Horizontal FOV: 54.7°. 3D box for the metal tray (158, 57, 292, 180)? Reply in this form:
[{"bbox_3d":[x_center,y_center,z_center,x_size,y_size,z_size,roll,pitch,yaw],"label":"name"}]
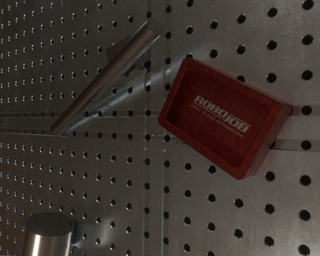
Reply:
[{"bbox_3d":[0.065,-0.014,0.350,0.130,0.030,0.089,36,112,34],"label":"metal tray"}]

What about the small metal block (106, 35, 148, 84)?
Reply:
[{"bbox_3d":[-0.049,-0.098,0.447,0.050,0.025,0.050,-19,78,38],"label":"small metal block"}]

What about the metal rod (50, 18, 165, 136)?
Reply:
[{"bbox_3d":[-0.095,-0.056,0.458,0.299,0.025,0.025,-34,69,43],"label":"metal rod"}]

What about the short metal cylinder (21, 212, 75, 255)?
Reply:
[{"bbox_3d":[-0.190,0.185,0.527,0.080,0.081,0.050,20,103,38],"label":"short metal cylinder"}]
